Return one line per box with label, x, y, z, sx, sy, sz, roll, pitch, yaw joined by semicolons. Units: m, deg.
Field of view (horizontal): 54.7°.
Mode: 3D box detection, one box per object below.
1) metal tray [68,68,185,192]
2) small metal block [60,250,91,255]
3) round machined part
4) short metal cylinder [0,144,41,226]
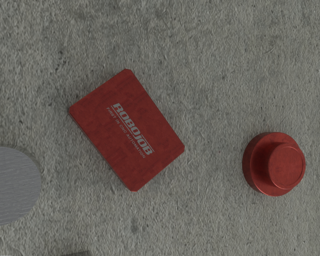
metal tray;-0.040;0.003;0.392;0.090;0.030;0.130;-39;103;-16
small metal block;-0.107;0.180;0.370;0.050;0.025;0.050;-3;91;-20
round machined part;0.177;0.055;0.466;0.099;0.042;0.097;0;90;-20
short metal cylinder;-0.171;0.058;0.333;0.081;0.050;0.080;0;90;-20
